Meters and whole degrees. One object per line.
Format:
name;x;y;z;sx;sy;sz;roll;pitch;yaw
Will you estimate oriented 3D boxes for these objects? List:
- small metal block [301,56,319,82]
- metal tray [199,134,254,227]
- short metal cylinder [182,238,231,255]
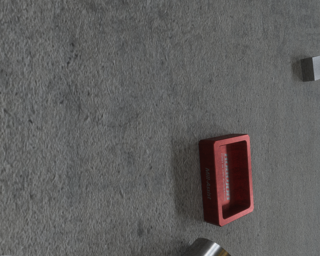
small metal block;0.340;-0.132;0.689;0.050;0.025;0.050;-18;102;-38
metal tray;0.107;0.078;0.490;0.091;0.030;0.129;-8;95;-40
short metal cylinder;0.064;0.199;0.423;0.050;0.080;0.080;-37;113;-34
